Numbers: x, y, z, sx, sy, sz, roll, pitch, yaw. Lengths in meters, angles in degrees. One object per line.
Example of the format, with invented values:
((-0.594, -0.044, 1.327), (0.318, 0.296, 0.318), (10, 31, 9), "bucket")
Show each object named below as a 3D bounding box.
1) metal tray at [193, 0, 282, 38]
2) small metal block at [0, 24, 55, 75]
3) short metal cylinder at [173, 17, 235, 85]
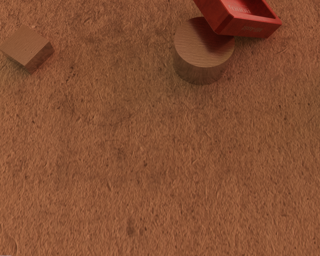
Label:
((0.105, -0.171, 0.432), (0.131, 0.030, 0.090), (-12, 66, -41), "metal tray")
((-0.192, -0.114, 0.448), (0.050, 0.025, 0.050), (34, 73, 11), "small metal block")
((0.059, -0.107, 0.434), (0.081, 0.050, 0.080), (0, 70, 0), "short metal cylinder")
